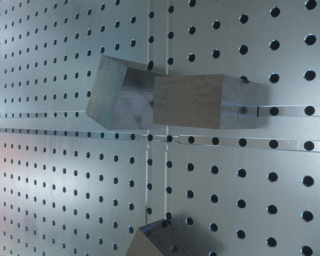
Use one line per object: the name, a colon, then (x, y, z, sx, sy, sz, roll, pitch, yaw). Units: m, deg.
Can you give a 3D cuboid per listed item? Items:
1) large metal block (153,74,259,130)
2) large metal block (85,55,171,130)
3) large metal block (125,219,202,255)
large metal block: (0.050, -0.026, 0.333, 0.080, 0.081, 0.050, 5, 93, 40)
large metal block: (-0.041, -0.044, 0.409, 0.050, 0.081, 0.080, 32, 110, 35)
large metal block: (0.001, 0.178, 0.394, 0.080, 0.050, 0.080, 36, 112, 34)
